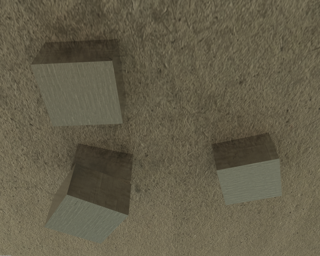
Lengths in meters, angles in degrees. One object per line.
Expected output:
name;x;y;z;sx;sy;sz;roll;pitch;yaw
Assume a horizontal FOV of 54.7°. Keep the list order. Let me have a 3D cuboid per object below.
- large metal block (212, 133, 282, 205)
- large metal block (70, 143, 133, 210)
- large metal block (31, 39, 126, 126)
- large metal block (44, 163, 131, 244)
large metal block;0.124;0.060;0.443;0.080;0.050;0.080;-13;129;10
large metal block;-0.089;0.076;0.454;0.081;0.050;0.079;12;129;-11
large metal block;-0.085;-0.050;0.347;0.080;0.050;0.079;-2;130;2
large metal block;-0.094;0.102;0.411;0.080;0.050;0.080;25;126;-20
